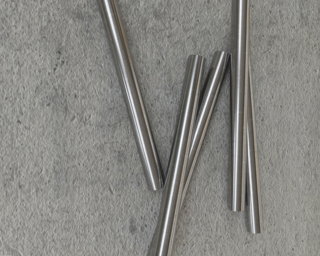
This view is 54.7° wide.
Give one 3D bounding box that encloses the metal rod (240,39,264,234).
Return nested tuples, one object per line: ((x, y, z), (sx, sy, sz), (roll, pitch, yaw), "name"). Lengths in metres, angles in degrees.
((0.130, 0.005, 0.458), (0.025, 0.025, 0.298), (-6, 92, -20), "metal rod")

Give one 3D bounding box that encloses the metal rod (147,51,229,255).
((0.041, 0.036, 0.425), (0.025, 0.025, 0.299), (22, 83, -19), "metal rod")

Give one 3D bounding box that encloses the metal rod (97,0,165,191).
((-0.041, -0.066, 0.394), (0.025, 0.025, 0.298), (-17, 96, -20), "metal rod")

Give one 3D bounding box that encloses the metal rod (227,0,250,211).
((0.111, -0.031, 0.436), (0.025, 0.025, 0.298), (-3, 97, -20), "metal rod")

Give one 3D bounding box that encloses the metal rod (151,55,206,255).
((0.023, 0.048, 0.400), (0.025, 0.025, 0.299), (15, 78, -20), "metal rod")
